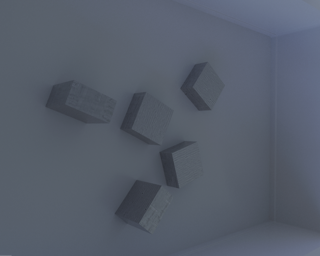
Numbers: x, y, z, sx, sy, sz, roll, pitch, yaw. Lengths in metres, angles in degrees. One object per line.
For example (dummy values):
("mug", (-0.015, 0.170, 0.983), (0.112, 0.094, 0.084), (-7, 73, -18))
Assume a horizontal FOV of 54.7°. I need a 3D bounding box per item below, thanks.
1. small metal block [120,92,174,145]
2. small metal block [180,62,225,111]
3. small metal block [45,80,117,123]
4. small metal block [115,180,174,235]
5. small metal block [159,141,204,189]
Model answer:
("small metal block", (-0.016, -0.011, 0.393), (0.050, 0.025, 0.050), (31, 71, -36))
("small metal block", (0.064, -0.061, 0.460), (0.050, 0.025, 0.050), (46, 63, -31))
("small metal block", (-0.082, -0.025, 0.321), (0.050, 0.050, 0.025), (25, 74, -37))
("small metal block", (-0.019, 0.094, 0.374), (0.025, 0.050, 0.050), (49, 61, -29))
("small metal block", (0.031, 0.050, 0.433), (0.050, 0.025, 0.050), (-21, 103, -38))
